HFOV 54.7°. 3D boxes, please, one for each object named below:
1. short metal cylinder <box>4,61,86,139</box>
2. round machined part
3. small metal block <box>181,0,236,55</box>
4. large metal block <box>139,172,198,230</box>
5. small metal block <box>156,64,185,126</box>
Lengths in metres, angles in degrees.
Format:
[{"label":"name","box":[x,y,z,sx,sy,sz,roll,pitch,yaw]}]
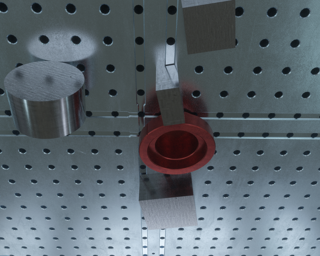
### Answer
[{"label":"short metal cylinder","box":[-0.125,-0.033,0.346,0.081,0.080,0.050,5,130,-5]},{"label":"round machined part","box":[0.021,0.015,0.411,0.099,0.042,0.097,-1,134,-1]},{"label":"small metal block","box":[0.050,-0.108,0.321,0.050,0.025,0.050,-7,130,5]},{"label":"large metal block","box":[0.015,0.116,0.494,0.080,0.050,0.080,-7,130,5]},{"label":"small metal block","box":[0.012,-0.039,0.363,0.025,0.050,0.050,-8,130,6]}]
